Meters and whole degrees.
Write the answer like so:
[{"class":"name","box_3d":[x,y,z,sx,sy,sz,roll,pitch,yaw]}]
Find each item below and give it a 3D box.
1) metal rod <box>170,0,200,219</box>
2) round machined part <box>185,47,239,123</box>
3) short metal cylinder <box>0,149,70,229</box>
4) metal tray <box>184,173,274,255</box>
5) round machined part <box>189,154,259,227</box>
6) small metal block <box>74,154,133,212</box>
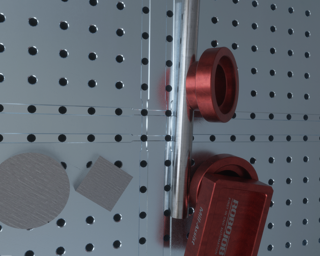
[{"class":"metal rod","box_3d":[0.035,-0.029,0.425,0.025,0.025,0.298,4,89,-20]},{"class":"round machined part","box_3d":[0.068,-0.056,0.412,0.099,0.042,0.097,-6,97,-57]},{"class":"short metal cylinder","box_3d":[-0.144,0.065,0.346,0.081,0.050,0.080,0,90,-20]},{"class":"metal tray","box_3d":[0.087,0.129,0.398,0.091,0.030,0.129,12,93,-22]},{"class":"round machined part","box_3d":[0.084,0.083,0.430,0.099,0.042,0.097,-3,98,-22]},{"class":"small metal block","box_3d":[-0.071,0.068,0.387,0.050,0.025,0.050,36,78,-17]}]
